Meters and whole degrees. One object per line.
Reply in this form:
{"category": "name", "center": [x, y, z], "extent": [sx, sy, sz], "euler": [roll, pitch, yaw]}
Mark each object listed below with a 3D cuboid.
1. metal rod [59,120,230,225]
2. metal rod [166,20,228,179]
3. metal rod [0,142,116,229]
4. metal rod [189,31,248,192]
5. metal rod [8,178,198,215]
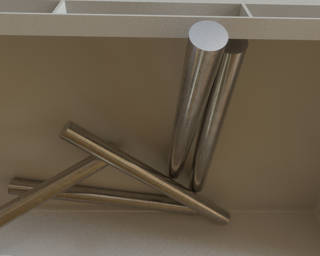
{"category": "metal rod", "center": [-0.005, 0.075, 0.445], "extent": [0.301, 0.025, 0.025], "euler": [34, 122, -27]}
{"category": "metal rod", "center": [0.026, 0.003, 0.332], "extent": [0.025, 0.025, 0.299], "euler": [1, 156, -2]}
{"category": "metal rod", "center": [-0.188, 0.105, 0.410], "extent": [0.301, 0.025, 0.025], "euler": [-30, 129, -10]}
{"category": "metal rod", "center": [0.055, 0.013, 0.361], "extent": [0.025, 0.025, 0.299], "euler": [-1, 149, 0]}
{"category": "metal rod", "center": [-0.084, 0.113, 0.504], "extent": [0.302, 0.025, 0.025], "euler": [9, 130, -8]}
